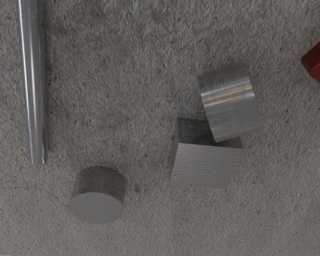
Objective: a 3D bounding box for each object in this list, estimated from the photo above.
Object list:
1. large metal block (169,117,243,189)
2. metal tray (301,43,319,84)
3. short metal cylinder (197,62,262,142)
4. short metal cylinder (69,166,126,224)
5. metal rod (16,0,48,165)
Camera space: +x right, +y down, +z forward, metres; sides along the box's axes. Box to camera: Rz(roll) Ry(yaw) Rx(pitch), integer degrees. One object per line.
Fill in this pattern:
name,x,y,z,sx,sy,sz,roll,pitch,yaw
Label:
large metal block,0.058,0.036,0.422,0.081,0.050,0.079,6,130,-5
metal tray,0.239,-0.067,0.349,0.131,0.030,0.090,29,124,-23
short metal cylinder,0.078,-0.028,0.348,0.050,0.080,0.080,-16,129,13
short metal cylinder,-0.095,0.104,0.479,0.081,0.050,0.079,0,130,0
metal rod,-0.142,-0.068,0.347,0.025,0.025,0.298,9,130,-8
